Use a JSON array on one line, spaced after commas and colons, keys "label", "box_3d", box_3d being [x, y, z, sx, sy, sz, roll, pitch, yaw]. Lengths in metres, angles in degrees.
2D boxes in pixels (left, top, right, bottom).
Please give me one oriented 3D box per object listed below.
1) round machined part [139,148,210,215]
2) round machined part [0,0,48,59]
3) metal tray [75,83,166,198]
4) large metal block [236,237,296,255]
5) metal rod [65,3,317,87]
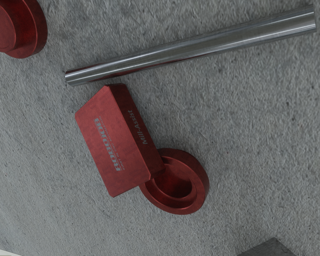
[{"label": "round machined part", "box_3d": [0.021, 0.068, 0.426, 0.098, 0.042, 0.097, 13, 124, 20]}, {"label": "round machined part", "box_3d": [-0.205, -0.140, 0.415, 0.098, 0.042, 0.097, 13, 124, 20]}, {"label": "metal tray", "box_3d": [-0.057, 0.017, 0.411, 0.090, 0.030, 0.130, -33, 79, 40]}, {"label": "large metal block", "box_3d": [0.142, 0.211, 0.426, 0.050, 0.080, 0.080, 41, 129, 0]}, {"label": "metal rod", "box_3d": [0.008, -0.083, 0.349, 0.300, 0.025, 0.025, -6, 115, 30]}]
